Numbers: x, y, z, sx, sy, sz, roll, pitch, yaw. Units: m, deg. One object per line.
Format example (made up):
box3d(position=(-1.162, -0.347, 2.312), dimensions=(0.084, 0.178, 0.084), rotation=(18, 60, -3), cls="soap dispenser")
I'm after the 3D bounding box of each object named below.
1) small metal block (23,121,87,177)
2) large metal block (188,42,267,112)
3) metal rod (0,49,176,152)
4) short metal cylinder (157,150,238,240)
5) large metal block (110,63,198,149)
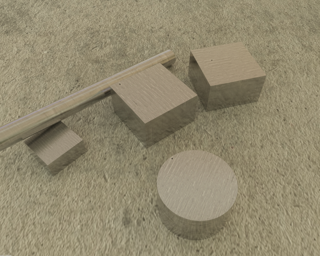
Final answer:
box3d(position=(-0.129, 0.023, 0.383), dimensions=(0.050, 0.025, 0.050), rotation=(35, 58, 26), cls="small metal block")
box3d(position=(0.094, -0.076, 0.452), dimensions=(0.081, 0.050, 0.080), rotation=(-12, 51, -10), cls="large metal block")
box3d(position=(-0.090, -0.046, 0.417), dimensions=(0.025, 0.025, 0.302), rotation=(38, 52, 27), cls="metal rod")
box3d(position=(0.037, 0.070, 0.328), dimensions=(0.081, 0.050, 0.080), rotation=(0, 50, 0), cls="short metal cylinder")
box3d(position=(-0.009, -0.032, 0.414), dimensions=(0.081, 0.050, 0.080), rotation=(-29, 56, -23), cls="large metal block")
